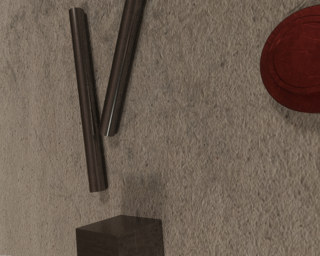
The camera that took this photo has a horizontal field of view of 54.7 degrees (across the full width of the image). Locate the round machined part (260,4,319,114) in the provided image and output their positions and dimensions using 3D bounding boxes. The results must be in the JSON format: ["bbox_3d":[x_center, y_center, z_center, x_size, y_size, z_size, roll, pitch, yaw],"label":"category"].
[{"bbox_3d":[0.138,-0.062,0.280,0.098,0.042,0.097,0,90,39],"label":"round machined part"}]

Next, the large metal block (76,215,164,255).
[{"bbox_3d":[-0.052,0.152,0.410,0.080,0.081,0.050,-7,86,39],"label":"large metal block"}]

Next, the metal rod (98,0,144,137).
[{"bbox_3d":[-0.047,-0.133,0.441,0.025,0.025,0.298,22,104,37],"label":"metal rod"}]

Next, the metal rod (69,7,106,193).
[{"bbox_3d":[-0.118,-0.048,0.499,0.025,0.025,0.298,-14,81,39],"label":"metal rod"}]
